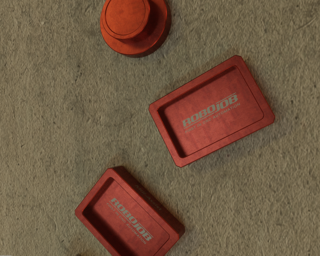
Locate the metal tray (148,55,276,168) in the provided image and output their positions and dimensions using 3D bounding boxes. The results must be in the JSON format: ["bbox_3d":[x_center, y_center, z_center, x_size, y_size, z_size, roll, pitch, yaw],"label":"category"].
[{"bbox_3d":[0.062,-0.018,0.384,0.130,0.030,0.090,-29,81,17],"label":"metal tray"}]

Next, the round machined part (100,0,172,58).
[{"bbox_3d":[-0.038,-0.147,0.413,0.098,0.042,0.097,0,90,20],"label":"round machined part"}]

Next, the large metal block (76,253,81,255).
[{"bbox_3d":[-0.113,0.242,0.435,0.080,0.050,0.080,26,99,18],"label":"large metal block"}]

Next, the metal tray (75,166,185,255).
[{"bbox_3d":[-0.043,0.126,0.421,0.130,0.030,0.090,42,103,15],"label":"metal tray"}]
